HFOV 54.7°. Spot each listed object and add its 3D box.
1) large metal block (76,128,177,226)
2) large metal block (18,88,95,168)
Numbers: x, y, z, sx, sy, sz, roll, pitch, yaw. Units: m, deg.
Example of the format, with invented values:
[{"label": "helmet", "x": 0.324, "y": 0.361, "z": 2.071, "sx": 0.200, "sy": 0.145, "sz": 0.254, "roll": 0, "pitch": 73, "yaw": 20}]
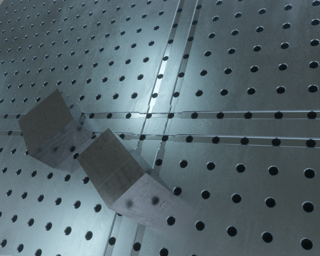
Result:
[{"label": "large metal block", "x": -0.037, "y": 0.057, "z": 0.356, "sx": 0.050, "sy": 0.080, "sz": 0.080, "roll": -44, "pitch": 51, "yaw": -2}, {"label": "large metal block", "x": -0.159, "y": 0.000, "z": 0.474, "sx": 0.080, "sy": 0.050, "sz": 0.080, "roll": -39, "pitch": 51, "yaw": 1}]
